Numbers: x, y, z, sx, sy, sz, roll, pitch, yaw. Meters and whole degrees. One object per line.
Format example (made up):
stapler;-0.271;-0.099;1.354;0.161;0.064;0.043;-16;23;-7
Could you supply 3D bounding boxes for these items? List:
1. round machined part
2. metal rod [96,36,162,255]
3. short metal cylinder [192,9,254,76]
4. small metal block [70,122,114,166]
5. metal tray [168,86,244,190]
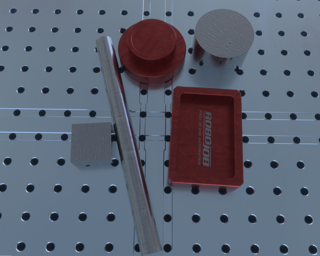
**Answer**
round machined part;-0.011;-0.116;0.445;0.099;0.042;0.098;0;70;0
metal rod;-0.046;0.009;0.408;0.025;0.025;0.299;-13;71;-5
short metal cylinder;0.088;-0.121;0.444;0.081;0.050;0.080;0;70;0
small metal block;-0.087;0.021;0.403;0.050;0.025;0.050;-3;70;-2
metal tray;0.059;0.012;0.405;0.091;0.030;0.130;4;70;1
